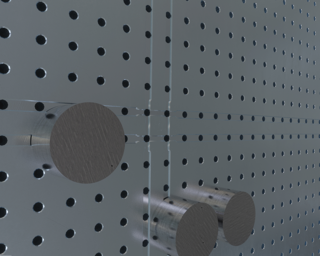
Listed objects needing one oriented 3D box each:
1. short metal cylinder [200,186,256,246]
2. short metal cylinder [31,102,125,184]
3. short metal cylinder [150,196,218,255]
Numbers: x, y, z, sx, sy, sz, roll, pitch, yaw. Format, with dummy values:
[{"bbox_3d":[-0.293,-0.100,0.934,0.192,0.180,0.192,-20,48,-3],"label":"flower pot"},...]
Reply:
[{"bbox_3d":[0.103,0.134,0.479,0.081,0.050,0.079,0,90,-40],"label":"short metal cylinder"},{"bbox_3d":[-0.084,0.014,0.322,0.081,0.050,0.079,0,90,-40],"label":"short metal cylinder"},{"bbox_3d":[0.034,0.137,0.421,0.081,0.050,0.079,0,90,-40],"label":"short metal cylinder"}]
